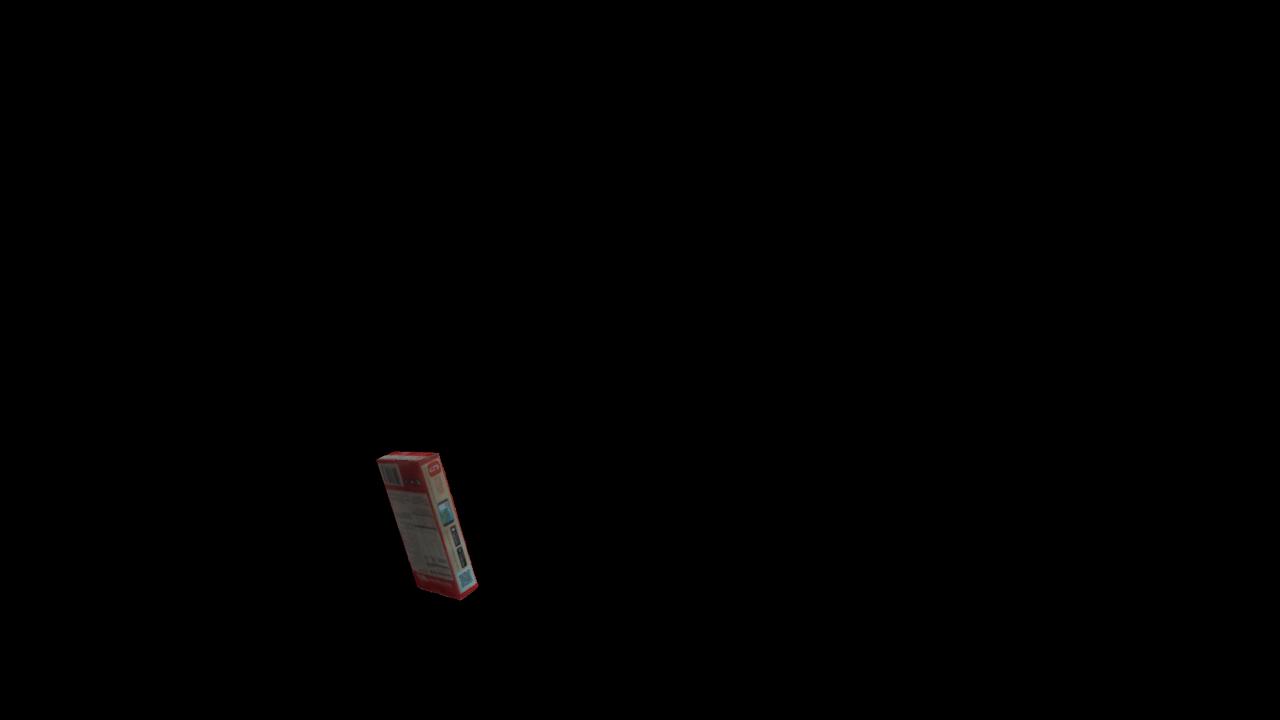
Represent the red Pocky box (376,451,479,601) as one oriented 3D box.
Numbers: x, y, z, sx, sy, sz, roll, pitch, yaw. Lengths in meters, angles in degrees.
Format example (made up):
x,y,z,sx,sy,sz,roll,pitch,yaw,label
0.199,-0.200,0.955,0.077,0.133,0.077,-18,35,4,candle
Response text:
x,y,z,sx,sy,sz,roll,pitch,yaw,label
-0.223,0.171,0.646,0.083,0.155,0.028,-5,13,37,red Pocky box
